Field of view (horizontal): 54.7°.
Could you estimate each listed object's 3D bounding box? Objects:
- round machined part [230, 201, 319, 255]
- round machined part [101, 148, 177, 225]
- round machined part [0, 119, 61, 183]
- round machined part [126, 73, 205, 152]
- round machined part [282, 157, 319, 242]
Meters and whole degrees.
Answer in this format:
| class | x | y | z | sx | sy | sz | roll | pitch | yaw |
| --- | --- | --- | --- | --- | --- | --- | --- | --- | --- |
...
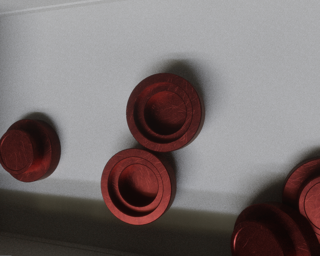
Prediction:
| class | x | y | z | sx | sy | sz | roll | pitch | yaw |
| --- | --- | --- | --- | --- | --- | --- | --- | --- | --- |
| round machined part | 0.116 | 0.132 | 0.335 | 0.098 | 0.042 | 0.097 | -2 | 88 | 54 |
| round machined part | -0.025 | 0.074 | 0.410 | 0.098 | 0.042 | 0.097 | 0 | 90 | 20 |
| round machined part | -0.206 | 0.035 | 0.474 | 0.098 | 0.042 | 0.097 | 0 | 90 | 20 |
| round machined part | 0.010 | -0.019 | 0.398 | 0.098 | 0.042 | 0.097 | 0 | 90 | 20 |
| round machined part | 0.185 | 0.080 | 0.336 | 0.098 | 0.042 | 0.097 | 0 | 90 | 20 |
